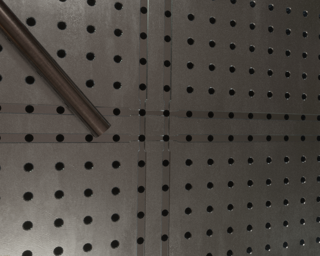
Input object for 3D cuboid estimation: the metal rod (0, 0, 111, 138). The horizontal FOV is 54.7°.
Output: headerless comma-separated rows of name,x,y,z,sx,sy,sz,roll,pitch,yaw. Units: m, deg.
metal rod,-0.163,-0.108,0.352,0.025,0.025,0.300,-43,104,-15
